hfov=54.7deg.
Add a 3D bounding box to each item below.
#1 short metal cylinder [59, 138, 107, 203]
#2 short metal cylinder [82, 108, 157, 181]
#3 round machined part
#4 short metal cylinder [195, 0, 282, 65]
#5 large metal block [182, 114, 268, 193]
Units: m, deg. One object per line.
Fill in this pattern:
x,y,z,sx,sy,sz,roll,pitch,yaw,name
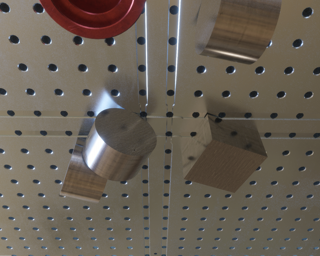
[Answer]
-0.100,0.058,0.424,0.050,0.080,0.079,17,128,-14,short metal cylinder
-0.051,0.020,0.392,0.080,0.080,0.050,20,127,-17,short metal cylinder
-0.060,-0.136,0.284,0.099,0.042,0.097,0,130,0,round machined part
0.068,-0.103,0.288,0.050,0.080,0.079,10,130,-8,short metal cylinder
0.085,0.037,0.428,0.081,0.050,0.079,18,128,-15,large metal block
